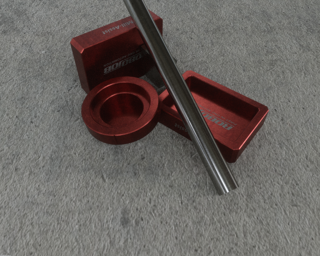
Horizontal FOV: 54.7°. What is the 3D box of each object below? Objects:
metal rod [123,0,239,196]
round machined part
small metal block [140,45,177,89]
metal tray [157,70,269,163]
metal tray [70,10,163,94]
[{"bbox_3d":[0.017,-0.060,0.386,0.025,0.025,0.299,-21,75,-17],"label":"metal rod"},{"bbox_3d":[-0.048,-0.018,0.403,0.099,0.042,0.098,-3,53,5],"label":"round machined part"},{"bbox_3d":[-0.005,-0.095,0.461,0.025,0.050,0.050,-37,74,-24],"label":"small metal block"},{"bbox_3d":[0.066,-0.021,0.420,0.130,0.030,0.090,31,56,23],"label":"metal tray"},{"bbox_3d":[-0.056,-0.107,0.451,0.131,0.089,0.030,-30,57,-23],"label":"metal tray"}]
